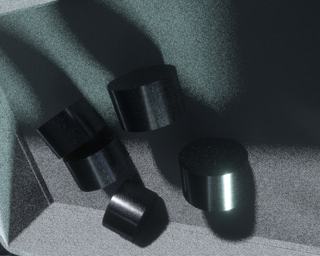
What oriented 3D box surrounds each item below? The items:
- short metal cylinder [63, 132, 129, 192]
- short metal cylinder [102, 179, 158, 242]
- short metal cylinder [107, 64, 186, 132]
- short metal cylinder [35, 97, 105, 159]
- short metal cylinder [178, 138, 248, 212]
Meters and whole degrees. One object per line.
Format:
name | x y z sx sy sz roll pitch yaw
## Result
short metal cylinder | -0.092 0.048 0.451 0.080 0.080 0.050 -10 113 32
short metal cylinder | -0.044 0.125 0.474 0.050 0.080 0.079 25 127 13
short metal cylinder | -0.015 -0.036 0.359 0.080 0.080 0.050 -2 117 29
short metal cylinder | -0.126 0.000 0.440 0.080 0.080 0.050 -28 103 37
short metal cylinder | 0.065 0.053 0.372 0.080 0.080 0.050 6 121 25
